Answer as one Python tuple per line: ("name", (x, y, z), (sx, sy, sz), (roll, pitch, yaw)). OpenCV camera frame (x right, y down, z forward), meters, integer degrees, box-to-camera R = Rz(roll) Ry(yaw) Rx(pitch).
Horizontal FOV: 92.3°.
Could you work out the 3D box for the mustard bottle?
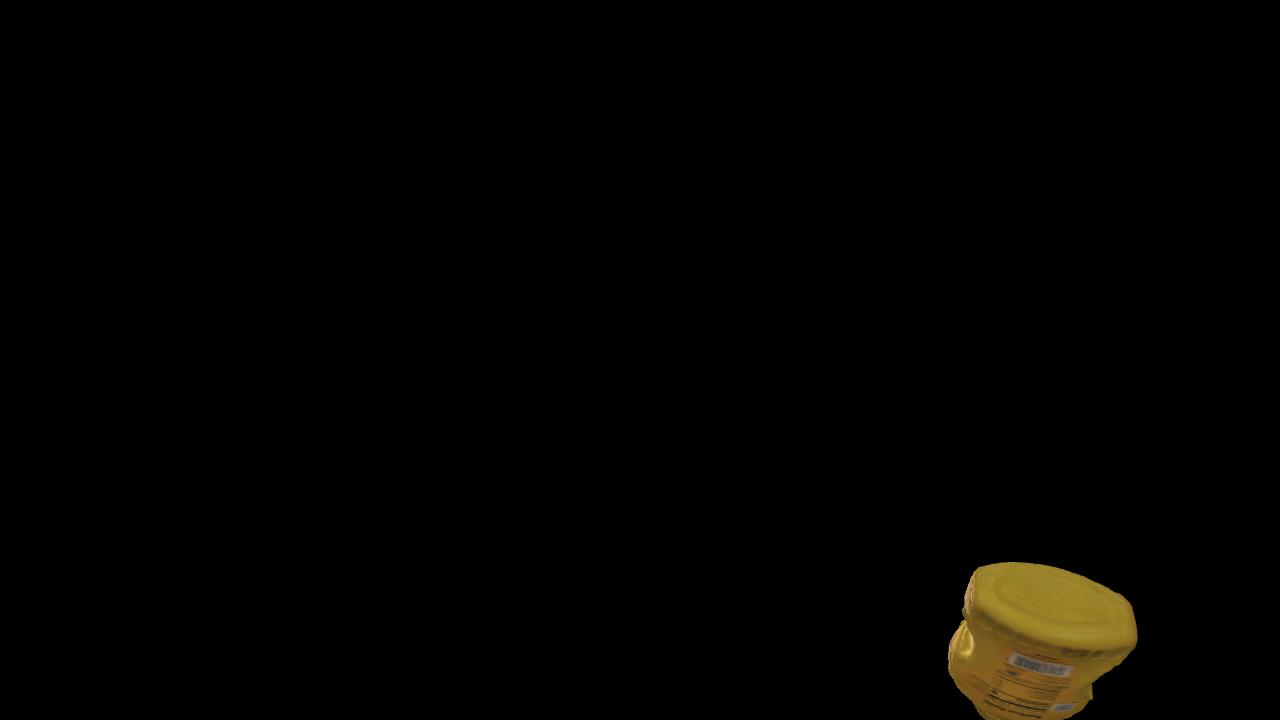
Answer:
("mustard bottle", (0.272, 0.218, 0.440), (0.092, 0.184, 0.054), (2, 42, 18))
